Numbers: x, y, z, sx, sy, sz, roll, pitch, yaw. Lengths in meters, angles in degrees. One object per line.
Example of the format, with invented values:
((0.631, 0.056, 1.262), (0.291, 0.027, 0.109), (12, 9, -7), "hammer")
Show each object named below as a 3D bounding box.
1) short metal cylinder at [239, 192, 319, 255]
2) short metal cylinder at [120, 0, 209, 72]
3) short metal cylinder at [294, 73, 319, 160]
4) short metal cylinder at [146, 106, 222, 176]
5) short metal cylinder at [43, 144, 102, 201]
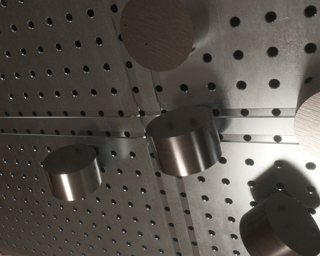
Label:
((0.145, 0.126, 0.377), (0.080, 0.080, 0.050), (37, 129, 3), "short metal cylinder")
((0.006, -0.106, 0.326), (0.080, 0.050, 0.079), (13, 124, 20), "short metal cylinder")
((0.173, -0.012, 0.296), (0.080, 0.050, 0.079), (13, 124, 20), "short metal cylinder")
((0.029, 0.013, 0.368), (0.080, 0.080, 0.050), (-4, 117, 29), "short metal cylinder")
((-0.136, 0.068, 0.487), (0.080, 0.080, 0.050), (9, 122, 23), "short metal cylinder")
